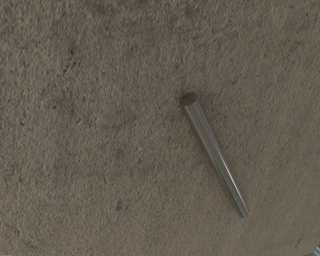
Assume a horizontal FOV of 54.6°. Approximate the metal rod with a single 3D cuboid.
[{"bbox_3d":[0.098,0.061,0.497,0.025,0.025,0.300,-36,129,-5],"label":"metal rod"}]
